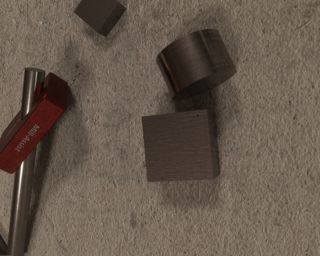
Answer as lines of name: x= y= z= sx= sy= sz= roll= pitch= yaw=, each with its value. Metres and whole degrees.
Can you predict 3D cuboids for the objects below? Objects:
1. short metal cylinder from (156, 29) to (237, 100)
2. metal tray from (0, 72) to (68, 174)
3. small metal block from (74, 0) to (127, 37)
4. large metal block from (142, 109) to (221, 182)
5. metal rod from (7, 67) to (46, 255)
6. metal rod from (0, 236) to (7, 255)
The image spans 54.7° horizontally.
short metal cylinder: x=0.042 y=-0.072 z=0.364 sx=0.080 sy=0.080 sz=0.050 roll=-25 pitch=82 yaw=18
metal tray: x=-0.182 y=-0.009 z=0.439 sx=0.030 sy=0.090 sz=0.130 roll=35 pitch=106 yaw=-30
small metal block: x=-0.084 y=-0.166 z=0.438 sx=0.050 sy=0.025 sz=0.050 roll=43 pitch=103 yaw=14
large metal block: x=0.027 y=0.022 z=0.385 sx=0.080 sy=0.050 sz=0.080 roll=-6 pitch=88 yaw=19
metal rod: x=-0.196 y=0.063 z=0.446 sx=0.025 sy=0.025 sz=0.298 roll=19 pitch=107 yaw=18
metal rod: x=-0.214 y=0.259 z=0.482 sx=0.025 sy=0.025 sz=0.300 roll=-41 pitch=78 yaw=15
